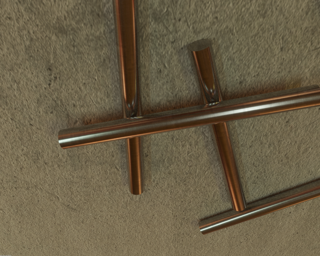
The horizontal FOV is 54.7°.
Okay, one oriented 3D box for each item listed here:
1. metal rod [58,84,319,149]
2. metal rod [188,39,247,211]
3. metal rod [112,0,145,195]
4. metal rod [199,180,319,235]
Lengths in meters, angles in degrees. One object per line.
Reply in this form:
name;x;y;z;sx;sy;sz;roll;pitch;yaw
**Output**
metal rod;0.027;-0.011;0.363;0.301;0.025;0.025;-10;130;8
metal rod;0.087;0.020;0.424;0.025;0.025;0.299;-14;129;11
metal rod;-0.035;-0.018;0.390;0.025;0.025;0.298;0;130;0
metal rod;0.203;0.120;0.510;0.300;0.025;0.025;-26;126;20
